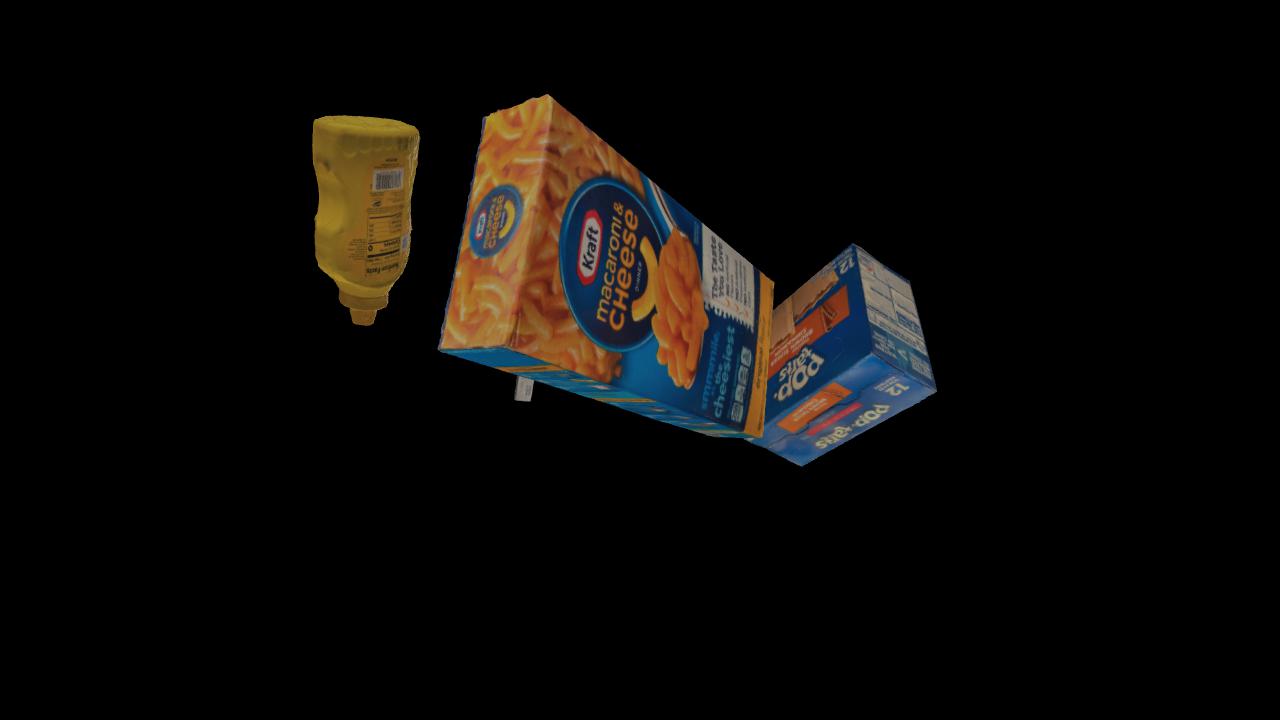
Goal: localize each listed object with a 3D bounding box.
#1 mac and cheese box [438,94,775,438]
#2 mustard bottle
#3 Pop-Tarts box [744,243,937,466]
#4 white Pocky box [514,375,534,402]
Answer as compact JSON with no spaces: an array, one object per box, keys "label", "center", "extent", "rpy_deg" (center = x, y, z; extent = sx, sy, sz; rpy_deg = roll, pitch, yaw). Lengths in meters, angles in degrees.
[{"label":"mac and cheese box","center":[0.004,-0.024,0.278],"extent":[0.041,0.093,0.184],"rpy_deg":[-1,-14,37]},{"label":"mustard bottle","center":[-0.241,-0.114,0.541],"extent":[0.054,0.184,0.092],"rpy_deg":[21,27,13]},{"label":"Pop-Tarts box","center":[0.182,0.000,0.602],"extent":[0.083,0.141,0.167],"rpy_deg":[25,-42,-20]},{"label":"white Pocky box","center":[-0.180,-0.007,0.983],"extent":[0.028,0.084,0.154],"rpy_deg":[7,26,-12]}]
